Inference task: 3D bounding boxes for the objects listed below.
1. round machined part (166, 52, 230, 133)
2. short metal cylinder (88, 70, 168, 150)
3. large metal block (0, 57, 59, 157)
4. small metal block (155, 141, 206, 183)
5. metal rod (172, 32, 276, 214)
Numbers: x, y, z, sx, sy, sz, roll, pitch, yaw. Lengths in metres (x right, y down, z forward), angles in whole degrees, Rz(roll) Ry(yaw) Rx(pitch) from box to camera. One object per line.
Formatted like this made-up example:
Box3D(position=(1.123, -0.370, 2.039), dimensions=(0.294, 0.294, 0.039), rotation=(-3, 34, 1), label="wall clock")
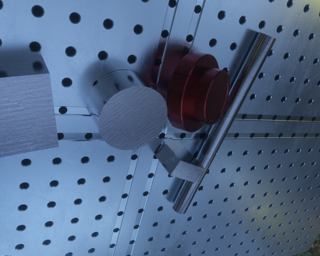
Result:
Box3D(position=(0.052, -0.041, 0.377), dimensions=(0.099, 0.042, 0.097), rotation=(-36, 135, -46), label="round machined part")
Box3D(position=(-0.038, -0.021, 0.361), dimensions=(0.081, 0.050, 0.079), rotation=(-14, 125, -20), label="short metal cylinder")
Box3D(position=(-0.149, -0.020, 0.302), dimensions=(0.081, 0.050, 0.079), rotation=(-11, 123, -23), label="large metal block")
Box3D(position=(0.028, 0.048, 0.442), dimensions=(0.050, 0.050, 0.025), rotation=(23, 106, -37), label="small metal block")
Box3D(position=(0.088, 0.005, 0.464), dimensions=(0.025, 0.025, 0.298), rotation=(10, 113, -33), label="metal rod")
